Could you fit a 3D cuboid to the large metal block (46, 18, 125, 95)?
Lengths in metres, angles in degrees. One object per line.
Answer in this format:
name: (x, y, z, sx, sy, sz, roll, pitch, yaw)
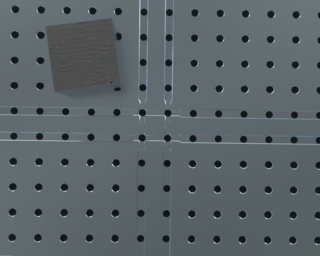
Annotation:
large metal block: (-0.093, -0.089, 0.400, 0.081, 0.050, 0.080, -8, 90, -1)
